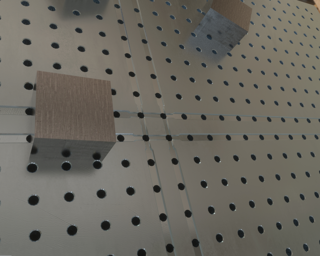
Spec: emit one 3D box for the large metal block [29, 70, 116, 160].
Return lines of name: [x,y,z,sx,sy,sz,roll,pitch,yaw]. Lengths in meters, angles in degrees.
large metal block: [-0.099,-0.011,0.347,0.081,0.050,0.080,5,60,-26]

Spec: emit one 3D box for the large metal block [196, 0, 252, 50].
large metal block: [0.123,-0.209,0.588,0.080,0.050,0.080,28,52,-11]
